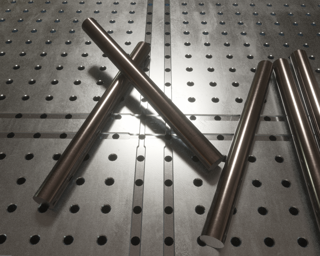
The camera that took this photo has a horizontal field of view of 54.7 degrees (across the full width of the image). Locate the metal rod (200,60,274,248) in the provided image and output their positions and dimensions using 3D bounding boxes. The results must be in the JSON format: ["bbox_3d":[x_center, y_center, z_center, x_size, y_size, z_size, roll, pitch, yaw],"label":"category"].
[{"bbox_3d":[0.110,0.009,0.401,0.025,0.025,0.301,18,52,14],"label":"metal rod"}]

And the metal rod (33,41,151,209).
[{"bbox_3d":[-0.077,-0.027,0.428,0.025,0.025,0.301,15,51,12],"label":"metal rod"}]

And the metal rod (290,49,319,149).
[{"bbox_3d":[0.216,-0.005,0.414,0.025,0.025,0.300,4,50,3],"label":"metal rod"}]

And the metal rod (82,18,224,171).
[{"bbox_3d":[-0.022,-0.061,0.432,0.025,0.025,0.300,-30,64,-23],"label":"metal rod"}]

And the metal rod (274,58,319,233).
[{"bbox_3d":[0.185,0.013,0.398,0.025,0.025,0.300,2,50,2],"label":"metal rod"}]
